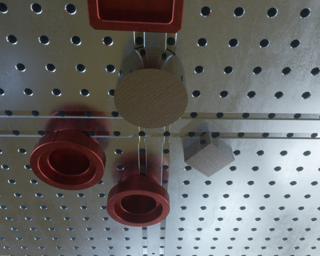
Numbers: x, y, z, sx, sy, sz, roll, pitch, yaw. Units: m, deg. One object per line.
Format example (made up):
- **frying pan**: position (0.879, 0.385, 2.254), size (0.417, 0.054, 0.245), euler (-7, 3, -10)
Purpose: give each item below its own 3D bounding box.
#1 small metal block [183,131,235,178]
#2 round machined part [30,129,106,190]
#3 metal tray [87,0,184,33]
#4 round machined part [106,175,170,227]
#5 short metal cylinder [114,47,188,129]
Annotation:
- **small metal block**: position (0.070, 0.039, 0.446), size (0.050, 0.025, 0.050), euler (35, 122, -26)
- **round machined part**: position (-0.125, 0.040, 0.433), size (0.099, 0.042, 0.097), euler (-1, 130, 0)
- **metal tray**: position (-0.021, -0.154, 0.276), size (0.091, 0.030, 0.129), euler (2, 130, -2)
- **round machined part**: position (-0.034, 0.113, 0.497), size (0.099, 0.042, 0.097), euler (-1, 130, 0)
- **short metal cylinder**: position (-0.010, -0.046, 0.356), size (0.081, 0.050, 0.079), euler (0, 130, 0)
